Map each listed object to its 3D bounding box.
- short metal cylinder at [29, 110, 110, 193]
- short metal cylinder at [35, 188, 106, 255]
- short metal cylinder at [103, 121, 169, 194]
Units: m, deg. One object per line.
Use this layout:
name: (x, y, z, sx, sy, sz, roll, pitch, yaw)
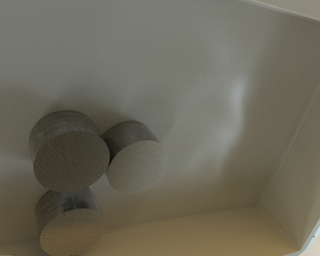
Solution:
short metal cylinder: (-0.104, 0.026, 0.353, 0.081, 0.050, 0.079, -14, 125, -21)
short metal cylinder: (-0.117, 0.119, 0.403, 0.081, 0.050, 0.079, -14, 125, -21)
short metal cylinder: (-0.035, 0.037, 0.398, 0.081, 0.050, 0.079, -14, 125, -21)
